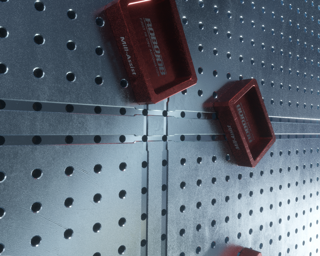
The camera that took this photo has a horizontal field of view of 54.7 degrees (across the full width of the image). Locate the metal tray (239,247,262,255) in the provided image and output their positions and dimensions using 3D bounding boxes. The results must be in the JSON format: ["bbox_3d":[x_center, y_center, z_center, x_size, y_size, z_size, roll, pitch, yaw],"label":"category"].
[{"bbox_3d":[0.138,0.282,0.525,0.131,0.030,0.090,-36,112,-34],"label":"metal tray"}]

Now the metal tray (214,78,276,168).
[{"bbox_3d":[0.150,-0.008,0.534,0.091,0.030,0.129,-40,115,-33],"label":"metal tray"}]

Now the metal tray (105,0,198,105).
[{"bbox_3d":[-0.006,-0.105,0.401,0.091,0.030,0.129,-30,109,-36],"label":"metal tray"}]
